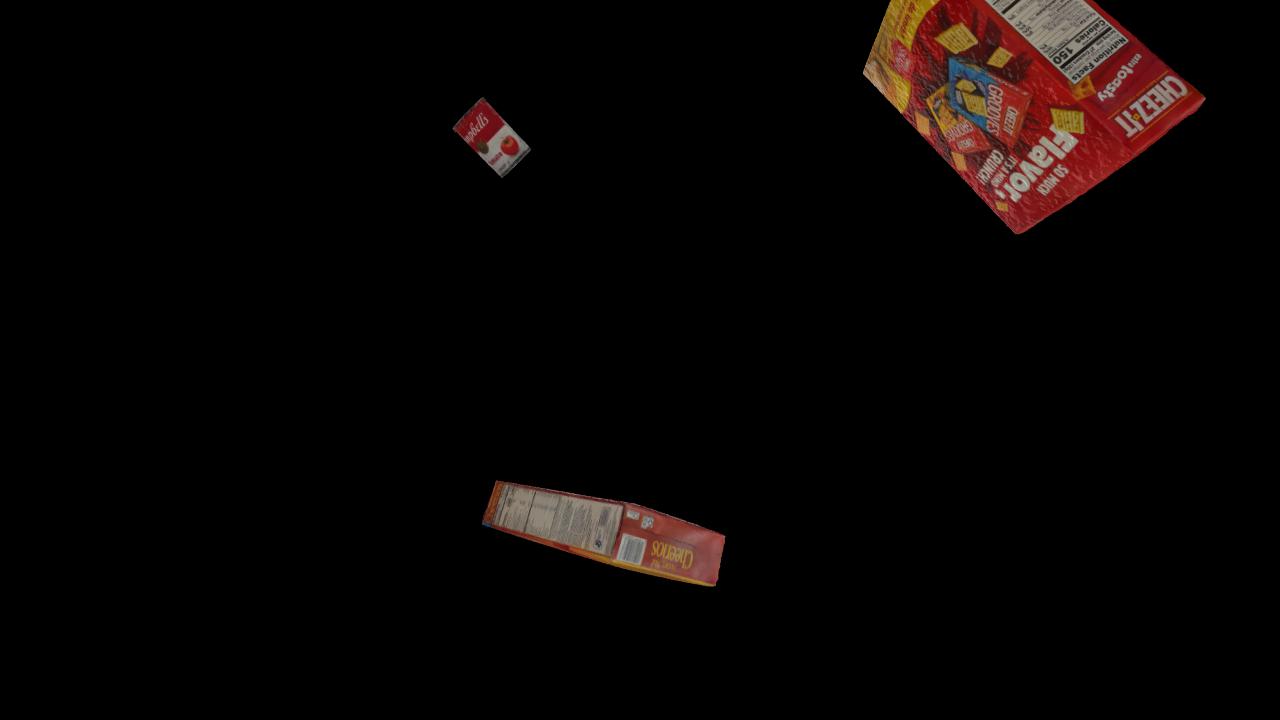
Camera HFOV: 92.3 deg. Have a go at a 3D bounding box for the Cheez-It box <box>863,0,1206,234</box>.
[{"bbox_3d":[0.298,-0.228,0.509,0.071,0.223,0.166,-38,-11,1],"label":"Cheez-It box"}]

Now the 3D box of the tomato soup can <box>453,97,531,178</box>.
[{"bbox_3d":[-0.227,-0.341,0.950,0.101,0.068,0.068,44,-21,-23],"label":"tomato soup can"}]

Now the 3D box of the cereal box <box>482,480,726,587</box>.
[{"bbox_3d":[-0.060,0.245,0.884,0.306,0.081,0.203,-5,-25,46],"label":"cereal box"}]
